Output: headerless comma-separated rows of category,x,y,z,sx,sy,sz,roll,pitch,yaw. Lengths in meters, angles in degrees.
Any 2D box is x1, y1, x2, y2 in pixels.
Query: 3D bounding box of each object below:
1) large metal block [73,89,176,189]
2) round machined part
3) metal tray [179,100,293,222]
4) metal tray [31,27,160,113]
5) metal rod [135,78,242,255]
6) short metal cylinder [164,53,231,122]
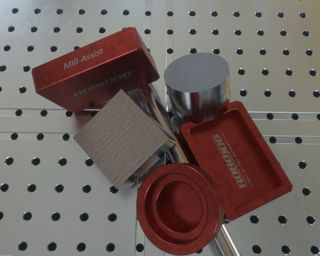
large metal block,-0.040,0.014,0.370,0.080,0.050,0.080,-45,76,4
round machined part,0.025,0.088,0.352,0.098,0.042,0.097,-3,84,28
metal tray,0.091,0.040,0.391,0.091,0.030,0.130,-24,72,-9
metal tray,-0.074,-0.066,0.382,0.130,0.090,0.030,-21,73,8
metal rod,0.020,0.028,0.397,0.025,0.025,0.299,-24,72,-8
short metal cylinder,0.049,-0.053,0.399,0.080,0.050,0.080,-7,46,8
